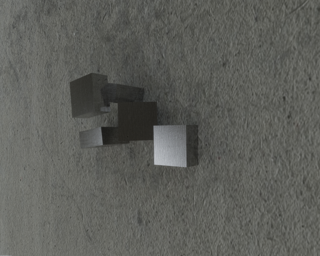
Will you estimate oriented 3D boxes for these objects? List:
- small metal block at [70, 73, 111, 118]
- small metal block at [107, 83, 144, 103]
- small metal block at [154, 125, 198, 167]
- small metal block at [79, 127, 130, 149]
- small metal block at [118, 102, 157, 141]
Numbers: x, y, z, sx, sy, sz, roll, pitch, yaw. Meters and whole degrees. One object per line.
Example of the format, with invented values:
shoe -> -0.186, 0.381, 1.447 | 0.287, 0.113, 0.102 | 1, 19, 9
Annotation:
small metal block -> -0.095, -0.042, 0.418 | 0.050, 0.025, 0.050 | -12, 81, 40
small metal block -> -0.059, -0.049, 0.437 | 0.050, 0.050, 0.025 | 12, 97, 40
small metal block -> 0.020, 0.021, 0.389 | 0.050, 0.025, 0.050 | -1, 89, 39
small metal block -> -0.082, 0.014, 0.456 | 0.050, 0.050, 0.025 | -11, 83, 39
small metal block -> -0.029, -0.009, 0.411 | 0.050, 0.025, 0.050 | -2, 89, -5
